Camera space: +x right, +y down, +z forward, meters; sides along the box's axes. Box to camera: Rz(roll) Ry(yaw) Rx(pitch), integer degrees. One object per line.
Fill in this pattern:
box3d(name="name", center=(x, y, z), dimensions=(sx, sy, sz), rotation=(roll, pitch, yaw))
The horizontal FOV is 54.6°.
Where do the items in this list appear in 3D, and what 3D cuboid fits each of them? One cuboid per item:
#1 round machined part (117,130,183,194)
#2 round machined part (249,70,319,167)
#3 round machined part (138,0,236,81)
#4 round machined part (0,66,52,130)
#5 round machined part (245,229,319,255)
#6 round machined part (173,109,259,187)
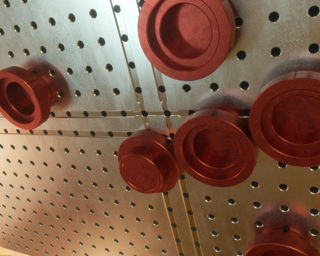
box3d(name="round machined part", center=(-0.019, 0.055, 0.445), dimensions=(0.098, 0.042, 0.097), rotation=(13, 124, 21))
box3d(name="round machined part", center=(0.145, -0.012, 0.316), dimensions=(0.098, 0.042, 0.097), rotation=(13, 124, 21))
box3d(name="round machined part", center=(0.030, -0.102, 0.322), dimensions=(0.098, 0.042, 0.097), rotation=(13, 124, 21))
box3d(name="round machined part", center=(-0.208, -0.049, 0.481), dimensions=(0.098, 0.042, 0.097), rotation=(13, 124, 21))
box3d(name="round machined part", center=(0.168, 0.177, 0.421), dimensions=(0.098, 0.042, 0.097), rotation=(13, 124, 21))
box3d(name="round machined part", center=(0.069, 0.020, 0.376), dimensions=(0.098, 0.042, 0.097), rotation=(13, 124, 21))
